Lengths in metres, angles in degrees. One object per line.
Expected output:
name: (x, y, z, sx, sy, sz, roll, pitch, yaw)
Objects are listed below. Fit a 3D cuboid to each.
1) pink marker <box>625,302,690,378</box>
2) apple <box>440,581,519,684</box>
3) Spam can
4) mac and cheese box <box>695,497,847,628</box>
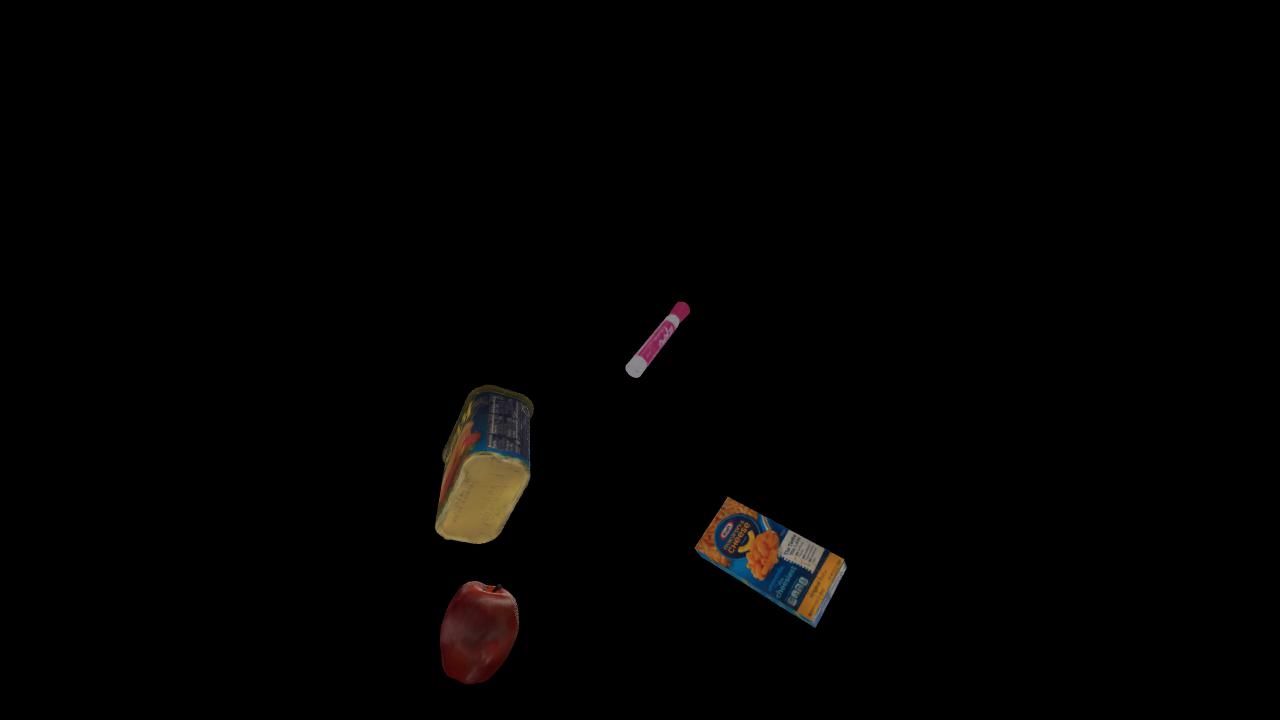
pink marker: (0.022, -0.025, 0.669, 0.020, 0.020, 0.121, 0, 38, 38)
apple: (-0.156, 0.263, 0.600, 0.079, 0.093, 0.079, 19, -7, 2)
Spam can: (-0.127, 0.087, 0.505, 0.058, 0.101, 0.085, 19, 29, -22)
mac and cheese box: (0.175, 0.270, 0.839, 0.184, 0.093, 0.041, 22, -23, 36)
